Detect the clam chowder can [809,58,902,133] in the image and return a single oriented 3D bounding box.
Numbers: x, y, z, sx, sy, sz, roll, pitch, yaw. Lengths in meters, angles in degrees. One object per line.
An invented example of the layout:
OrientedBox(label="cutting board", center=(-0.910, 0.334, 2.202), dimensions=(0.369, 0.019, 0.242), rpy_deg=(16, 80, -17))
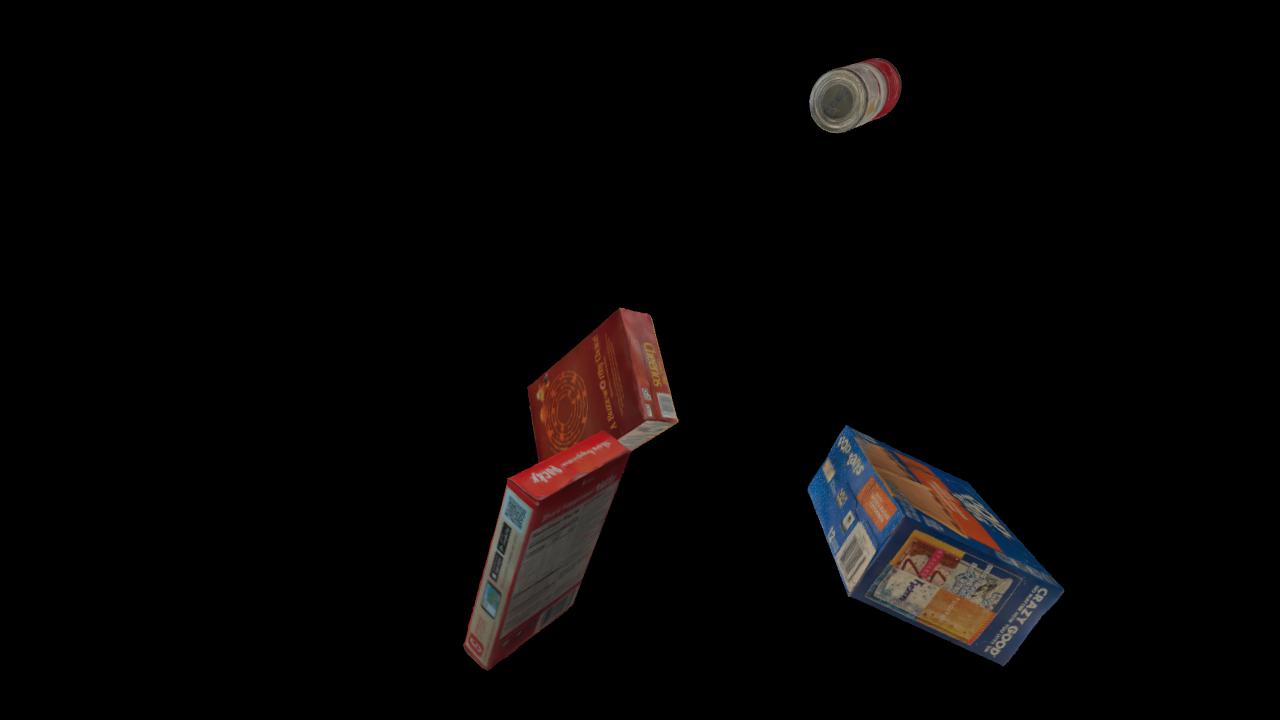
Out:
OrientedBox(label="clam chowder can", center=(0.243, -0.298, 0.693), dimensions=(0.068, 0.068, 0.102), rpy_deg=(0, 24, 43))

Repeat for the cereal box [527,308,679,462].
OrientedBox(label="cereal box", center=(-0.078, 0.075, 1.059), dimensions=(0.081, 0.203, 0.306), rpy_deg=(9, -34, -39))

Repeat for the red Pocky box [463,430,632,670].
OrientedBox(label="red Pocky box", center=(-0.060, 0.121, 0.390), dimensions=(0.028, 0.155, 0.083), rpy_deg=(36, 32, 26))

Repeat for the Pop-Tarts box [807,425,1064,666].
OrientedBox(label="Pop-Tarts box", center=(0.241, 0.149, 0.537), dimensions=(0.141, 0.083, 0.167), rpy_deg=(26, 18, -4))
